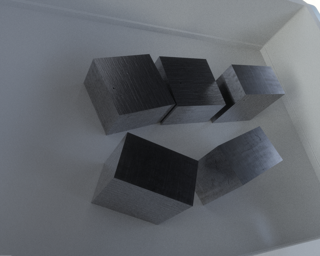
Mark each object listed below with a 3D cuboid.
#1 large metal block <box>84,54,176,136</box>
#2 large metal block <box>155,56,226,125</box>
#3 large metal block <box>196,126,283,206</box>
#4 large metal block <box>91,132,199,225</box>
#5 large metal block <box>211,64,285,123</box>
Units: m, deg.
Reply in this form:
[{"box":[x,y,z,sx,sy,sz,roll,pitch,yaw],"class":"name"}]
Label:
[{"box":[-0.040,-0.045,0.396,0.081,0.050,0.080,-14,69,-34],"class":"large metal block"},{"box":[0.035,-0.053,0.442,0.081,0.050,0.080,-4,64,-31],"class":"large metal block"},{"box":[0.091,0.048,0.392,0.081,0.080,0.050,-20,73,-36],"class":"large metal block"},{"box":[-0.017,0.057,0.327,0.080,0.080,0.050,23,53,-15],"class":"large metal block"},{"box":[0.124,-0.050,0.470,0.081,0.080,0.050,-5,64,-31],"class":"large metal block"}]
